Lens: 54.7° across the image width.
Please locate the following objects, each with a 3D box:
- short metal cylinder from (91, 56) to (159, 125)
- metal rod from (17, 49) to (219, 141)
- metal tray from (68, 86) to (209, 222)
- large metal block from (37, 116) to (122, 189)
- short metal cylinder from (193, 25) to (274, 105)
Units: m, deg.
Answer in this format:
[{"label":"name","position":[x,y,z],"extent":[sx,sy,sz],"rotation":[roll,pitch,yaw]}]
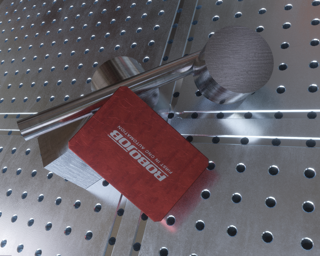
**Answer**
[{"label":"short metal cylinder","position":[-0.048,-0.051,0.428],"extent":[0.080,0.080,0.050],"rotation":[-37,51,3]},{"label":"metal rod","position":[-0.021,-0.056,0.383],"extent":[0.302,0.025,0.025],"rotation":[-24,50,-14]},{"label":"metal tray","position":[-0.023,0.028,0.347],"extent":[0.130,0.030,0.090],"rotation":[42,84,-3]},{"label":"large metal block","position":[-0.096,0.026,0.405],"extent":[0.080,0.080,0.050],"rotation":[-34,52,5]},{"label":"short metal cylinder","position":[0.084,-0.072,0.366],"extent":[0.081,0.050,0.080],"rotation":[2,79,-9]}]
